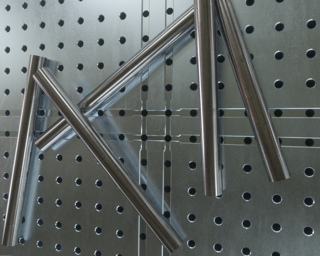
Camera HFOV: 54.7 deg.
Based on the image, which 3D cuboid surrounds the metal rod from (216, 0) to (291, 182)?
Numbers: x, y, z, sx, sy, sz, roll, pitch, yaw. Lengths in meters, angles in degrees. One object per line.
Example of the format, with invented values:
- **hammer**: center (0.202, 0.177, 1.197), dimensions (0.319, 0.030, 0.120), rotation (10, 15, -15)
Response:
- **metal rod**: center (0.098, -0.083, 0.377), dimensions (0.025, 0.025, 0.298), rotation (-19, 84, 19)

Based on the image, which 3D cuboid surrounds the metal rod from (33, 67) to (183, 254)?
- **metal rod**: center (-0.073, 0.039, 0.419), dimensions (0.025, 0.025, 0.300), rotation (-40, 84, 15)

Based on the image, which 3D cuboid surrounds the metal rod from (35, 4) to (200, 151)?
- **metal rod**: center (-0.066, -0.061, 0.434), dimensions (0.300, 0.025, 0.025), rotation (-37, 79, 16)

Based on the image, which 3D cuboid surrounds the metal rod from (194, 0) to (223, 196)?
- **metal rod**: center (0.058, -0.066, 0.377), dimensions (0.025, 0.025, 0.298), rotation (-2, 95, 19)

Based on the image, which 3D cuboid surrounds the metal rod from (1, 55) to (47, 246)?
- **metal rod**: center (-0.213, 0.037, 0.485), dimensions (0.025, 0.025, 0.298), rotation (11, 94, 19)
